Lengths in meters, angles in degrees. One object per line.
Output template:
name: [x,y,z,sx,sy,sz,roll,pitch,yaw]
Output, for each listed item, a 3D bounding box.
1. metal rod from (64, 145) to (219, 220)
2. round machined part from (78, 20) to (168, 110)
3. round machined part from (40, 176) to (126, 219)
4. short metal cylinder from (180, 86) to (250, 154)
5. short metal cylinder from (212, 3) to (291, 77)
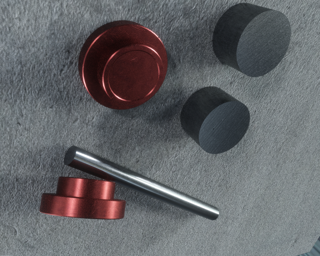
metal rod: [-0.006,0.093,0.462,0.301,0.025,0.025,31,101,-38]
round machined part: [-0.035,-0.063,0.339,0.099,0.042,0.097,-14,125,-21]
round machined part: [-0.091,0.083,0.375,0.099,0.098,0.042,14,75,-35]
short metal cylinder: [0.075,-0.011,0.427,0.081,0.050,0.079,-14,125,-21]
short metal cylinder: [0.113,-0.110,0.387,0.081,0.050,0.079,-14,125,-21]
